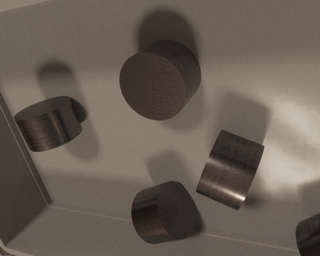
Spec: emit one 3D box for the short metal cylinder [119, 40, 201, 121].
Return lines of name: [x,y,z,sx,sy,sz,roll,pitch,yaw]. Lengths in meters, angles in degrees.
short metal cylinder: [0.001,-0.055,0.357,0.080,0.050,0.079,13,124,20]

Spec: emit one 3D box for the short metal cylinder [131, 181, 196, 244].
short metal cylinder: [0.006,0.121,0.444,0.050,0.080,0.080,-26,105,37]

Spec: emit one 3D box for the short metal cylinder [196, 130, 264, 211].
short metal cylinder: [0.081,0.048,0.359,0.050,0.080,0.079,22,127,14]

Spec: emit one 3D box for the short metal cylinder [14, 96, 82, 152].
short metal cylinder: [-0.161,-0.008,0.451,0.080,0.080,0.050,-2,117,29]

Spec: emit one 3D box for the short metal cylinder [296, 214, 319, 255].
short metal cylinder: [0.203,0.135,0.350,0.080,0.080,0.050,43,129,-2]
